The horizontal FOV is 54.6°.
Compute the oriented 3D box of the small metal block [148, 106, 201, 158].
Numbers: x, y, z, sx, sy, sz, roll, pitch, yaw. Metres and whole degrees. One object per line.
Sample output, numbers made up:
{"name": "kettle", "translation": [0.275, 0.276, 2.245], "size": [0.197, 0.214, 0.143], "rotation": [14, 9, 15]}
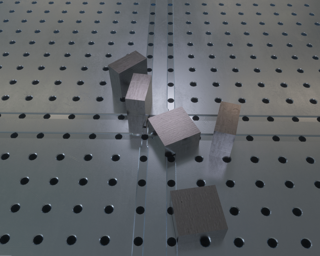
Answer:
{"name": "small metal block", "translation": [0.018, 0.004, 0.404], "size": [0.050, 0.025, 0.050], "rotation": [-20, 53, -16]}

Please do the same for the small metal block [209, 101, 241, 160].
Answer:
{"name": "small metal block", "translation": [0.081, 0.003, 0.389], "size": [0.025, 0.050, 0.050], "rotation": [13, 51, 10]}

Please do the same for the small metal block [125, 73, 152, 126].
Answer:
{"name": "small metal block", "translation": [-0.027, -0.039, 0.424], "size": [0.025, 0.050, 0.050], "rotation": [7, 50, 6]}

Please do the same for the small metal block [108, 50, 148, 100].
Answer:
{"name": "small metal block", "translation": [-0.046, -0.078, 0.457], "size": [0.050, 0.050, 0.025], "rotation": [-35, 58, -26]}

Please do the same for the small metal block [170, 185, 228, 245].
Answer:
{"name": "small metal block", "translation": [0.039, 0.092, 0.331], "size": [0.050, 0.025, 0.050], "rotation": [-6, 50, -6]}
